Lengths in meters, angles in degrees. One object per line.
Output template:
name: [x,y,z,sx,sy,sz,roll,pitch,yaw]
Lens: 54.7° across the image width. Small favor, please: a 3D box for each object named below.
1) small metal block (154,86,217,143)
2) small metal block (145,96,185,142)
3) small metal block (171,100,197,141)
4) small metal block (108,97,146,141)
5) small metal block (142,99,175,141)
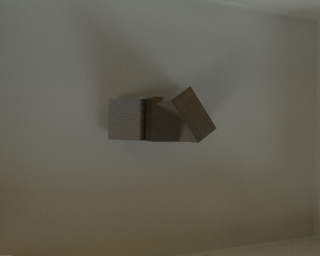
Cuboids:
small metal block: [0.025,-0.013,0.324,0.025,0.050,0.050,-37,102,-16]
small metal block: [0.011,-0.009,0.359,0.050,0.025,0.050,1,90,-20]
small metal block: [0.032,-0.009,0.405,0.025,0.050,0.050,1,90,14]
small metal block: [-0.036,-0.010,0.379,0.025,0.050,0.050,1,90,-54]
small metal block: [-0.003,-0.009,0.394,0.025,0.050,0.050,1,90,-20]
